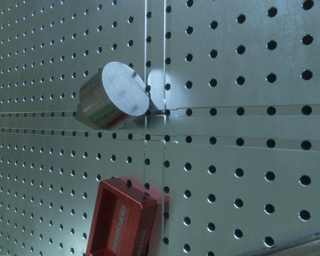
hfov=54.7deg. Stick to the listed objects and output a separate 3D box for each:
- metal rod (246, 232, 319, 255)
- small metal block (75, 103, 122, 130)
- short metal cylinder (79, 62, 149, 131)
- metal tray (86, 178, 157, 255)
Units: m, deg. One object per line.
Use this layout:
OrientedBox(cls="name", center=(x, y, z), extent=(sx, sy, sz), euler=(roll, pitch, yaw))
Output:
OrientedBox(cls="metal rod", center=(0.064, 0.172, 0.355), extent=(0.299, 0.025, 0.025), euler=(-36, 68, 33))
OrientedBox(cls="small metal block", center=(-0.090, -0.017, 0.465), extent=(0.050, 0.050, 0.025), euler=(24, 105, 37))
OrientedBox(cls="short metal cylinder", center=(-0.061, -0.043, 0.422), extent=(0.050, 0.081, 0.080), euler=(-29, 72, 36))
OrientedBox(cls="metal tray", center=(-0.060, 0.150, 0.452), extent=(0.090, 0.030, 0.129), euler=(21, 103, 37))
